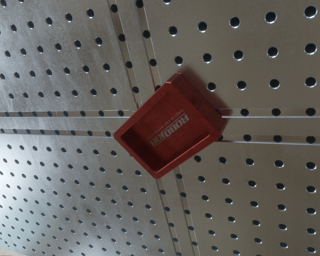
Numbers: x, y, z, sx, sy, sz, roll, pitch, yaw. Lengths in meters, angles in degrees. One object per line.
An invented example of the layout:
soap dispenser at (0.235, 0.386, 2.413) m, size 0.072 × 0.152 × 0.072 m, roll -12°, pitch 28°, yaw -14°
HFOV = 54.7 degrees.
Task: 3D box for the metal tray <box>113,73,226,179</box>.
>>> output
metal tray at (0.008, 0.003, 0.403) m, size 0.090 × 0.030 × 0.129 m, roll 46°, pitch 129°, yaw -5°
